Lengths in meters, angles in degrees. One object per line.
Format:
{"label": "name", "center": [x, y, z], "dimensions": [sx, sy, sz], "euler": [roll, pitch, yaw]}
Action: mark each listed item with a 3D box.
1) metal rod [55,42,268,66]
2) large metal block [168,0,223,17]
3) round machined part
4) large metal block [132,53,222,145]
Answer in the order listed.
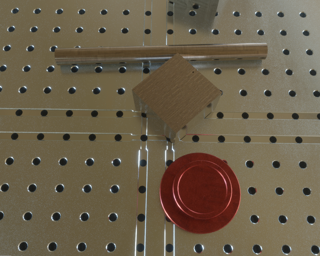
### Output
{"label": "metal rod", "center": [0.002, -0.108, 0.450], "dimensions": [0.302, 0.025, 0.025], "euler": [-2, 70, -1]}
{"label": "large metal block", "center": [0.066, -0.234, 0.484], "dimensions": [0.080, 0.050, 0.080], "euler": [22, 72, 8]}
{"label": "round machined part", "center": [0.049, 0.077, 0.375], "dimensions": [0.099, 0.042, 0.098], "euler": [0, 70, 0]}
{"label": "large metal block", "center": [0.021, -0.038, 0.412], "dimensions": [0.080, 0.050, 0.080], "euler": [-41, 75, -14]}
